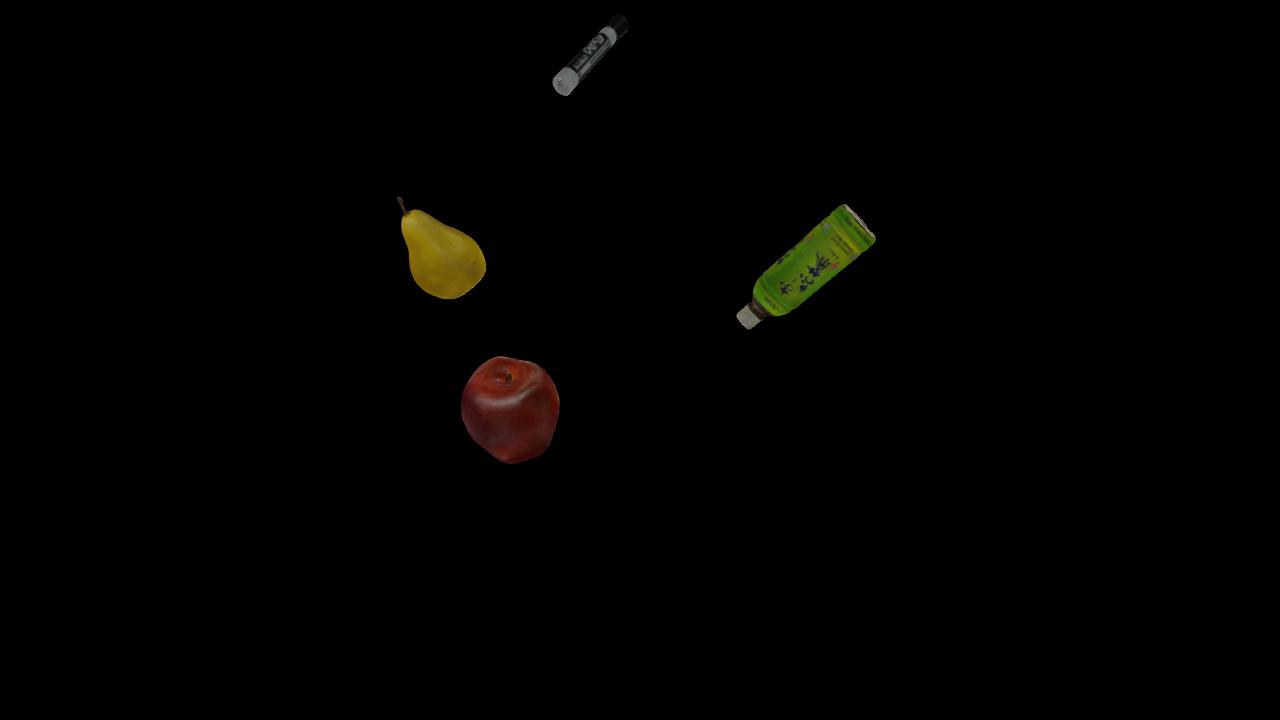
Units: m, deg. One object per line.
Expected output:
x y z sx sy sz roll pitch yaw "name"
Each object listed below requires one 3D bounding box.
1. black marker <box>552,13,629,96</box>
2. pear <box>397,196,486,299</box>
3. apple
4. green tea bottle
-0.043 -0.286 0.571 0.020 0.121 0.020 22 -30 14 "black marker"
-0.210 -0.115 0.618 0.080 0.080 0.111 0 -44 49 "pear"
-0.104 0.042 0.500 0.079 0.079 0.093 1 -45 -1 "apple"
0.223 -0.119 0.858 0.212 0.073 0.073 -44 -22 25 "green tea bottle"
